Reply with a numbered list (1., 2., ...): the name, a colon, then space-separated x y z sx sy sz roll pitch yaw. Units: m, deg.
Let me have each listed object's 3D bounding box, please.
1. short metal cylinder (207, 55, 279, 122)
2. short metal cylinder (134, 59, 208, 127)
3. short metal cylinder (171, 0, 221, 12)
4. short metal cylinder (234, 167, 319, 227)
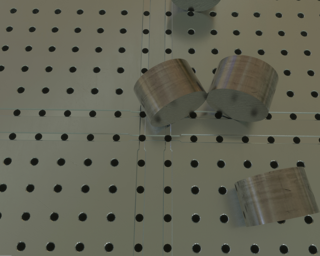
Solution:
1. short metal cylinder: 0.106 -0.049 0.402 0.080 0.080 0.050 21 71 7
2. short metal cylinder: 0.013 -0.044 0.399 0.080 0.080 0.050 -25 72 -9
3. short metal cylinder: 0.055 -0.222 0.465 0.080 0.080 0.050 5 70 2
4. short metal cylinder: 0.132 0.080 0.355 0.081 0.080 0.050 -10 71 -4
